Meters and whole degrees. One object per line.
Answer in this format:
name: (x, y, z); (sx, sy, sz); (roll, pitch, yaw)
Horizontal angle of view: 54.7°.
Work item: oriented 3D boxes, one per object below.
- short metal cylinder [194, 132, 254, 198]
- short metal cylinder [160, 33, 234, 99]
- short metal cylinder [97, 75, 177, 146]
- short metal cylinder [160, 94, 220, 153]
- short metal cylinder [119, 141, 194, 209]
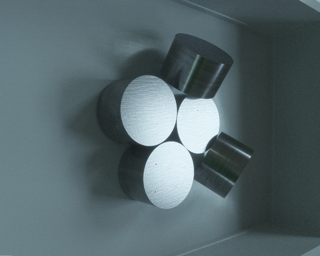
short metal cylinder: (0.090, 0.052, 0.439); (0.080, 0.050, 0.080); (-54, 166, -20)
short metal cylinder: (0.047, -0.081, 0.400); (0.081, 0.080, 0.050); (-4, 131, -40)
short metal cylinder: (-0.026, -0.020, 0.367); (0.081, 0.050, 0.079); (0, 90, -40)
short metal cylinder: (0.035, -0.007, 0.419); (0.081, 0.050, 0.079); (0, 90, -40)
short metal cylinder: (-0.004, 0.056, 0.387); (0.081, 0.050, 0.079); (0, 90, -40)
